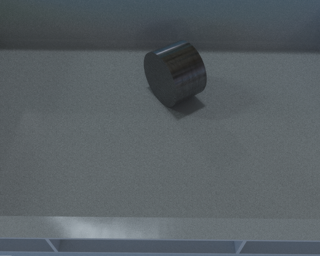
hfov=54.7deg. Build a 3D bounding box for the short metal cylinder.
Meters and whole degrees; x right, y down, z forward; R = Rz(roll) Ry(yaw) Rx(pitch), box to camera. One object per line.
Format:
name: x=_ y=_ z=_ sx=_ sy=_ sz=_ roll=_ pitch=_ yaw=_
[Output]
short metal cylinder: x=0.020 y=-0.076 z=0.433 sx=0.050 sy=0.080 sz=0.080 roll=-27 pitch=56 yaw=-21
